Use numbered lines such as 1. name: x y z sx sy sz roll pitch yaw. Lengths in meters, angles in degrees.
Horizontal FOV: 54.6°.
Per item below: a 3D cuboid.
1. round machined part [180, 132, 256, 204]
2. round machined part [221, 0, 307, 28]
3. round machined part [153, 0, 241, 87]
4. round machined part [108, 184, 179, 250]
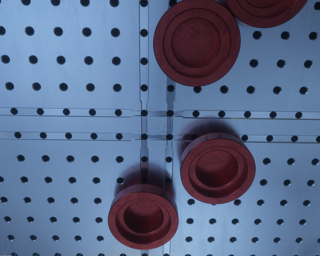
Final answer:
1. round machined part: 0.076 0.051 0.424 0.099 0.042 0.097 0 110 0
2. round machined part: 0.114 -0.163 0.344 0.099 0.042 0.097 -1 109 -1
3. round machined part: 0.042 -0.101 0.367 0.099 0.042 0.097 0 110 0
4. round machined part: -0.023 0.123 0.449 0.099 0.042 0.097 0 110 0
